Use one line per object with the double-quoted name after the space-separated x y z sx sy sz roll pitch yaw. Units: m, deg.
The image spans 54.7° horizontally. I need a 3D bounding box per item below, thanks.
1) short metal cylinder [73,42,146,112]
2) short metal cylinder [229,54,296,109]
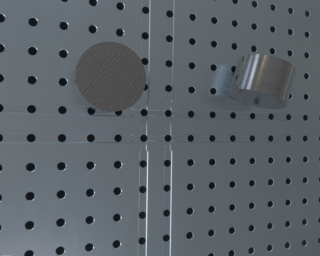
-0.063 -0.059 0.376 0.081 0.050 0.079 0 90 -20 "short metal cylinder"
0.143 -0.063 0.436 0.081 0.080 0.050 19 84 -19 "short metal cylinder"
